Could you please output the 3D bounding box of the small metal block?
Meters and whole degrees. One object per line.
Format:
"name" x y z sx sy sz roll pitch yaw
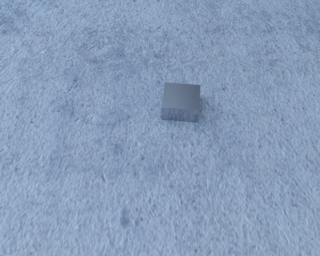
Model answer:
"small metal block" 0.030 -0.036 0.434 0.050 0.025 0.050 5 50 3
